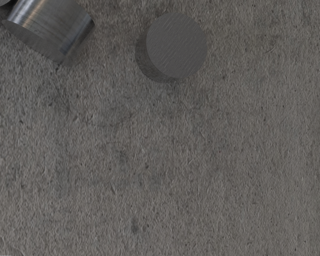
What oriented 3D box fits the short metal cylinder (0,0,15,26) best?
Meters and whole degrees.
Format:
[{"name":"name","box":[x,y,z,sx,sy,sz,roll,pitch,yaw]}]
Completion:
[{"name":"short metal cylinder","box":[-0.185,-0.154,0.325,0.081,0.050,0.080,0,88,-18]}]

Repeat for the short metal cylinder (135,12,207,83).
[{"name":"short metal cylinder","box":[0.013,-0.101,0.400,0.081,0.050,0.080,0,90,-20]}]

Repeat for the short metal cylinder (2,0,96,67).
[{"name":"short metal cylinder","box":[-0.118,-0.110,0.336,0.080,0.080,0.050,32,80,-17]}]
